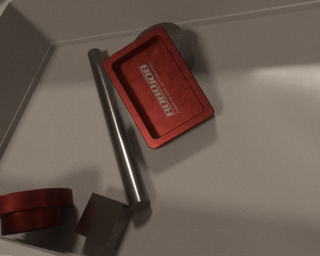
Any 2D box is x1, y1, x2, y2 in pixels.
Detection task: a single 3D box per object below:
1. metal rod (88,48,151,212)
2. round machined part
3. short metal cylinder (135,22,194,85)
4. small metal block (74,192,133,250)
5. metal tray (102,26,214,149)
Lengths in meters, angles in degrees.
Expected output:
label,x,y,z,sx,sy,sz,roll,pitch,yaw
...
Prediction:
label,x,y,z,sx,sy,sz,roll,pitch,yaw
metal rod,-0.068,-0.019,0.451,0.025,0.025,0.299,-29,52,9
round machined part,-0.156,0.104,0.379,0.098,0.098,0.042,-16,73,19
short metal cylinder,0.004,-0.106,0.451,0.080,0.050,0.080,-13,56,20
small metal block,-0.066,0.111,0.371,0.050,0.025,0.050,10,66,32
metal tray,-0.002,-0.049,0.392,0.090,0.030,0.130,-31,83,8
